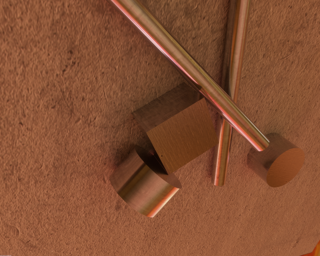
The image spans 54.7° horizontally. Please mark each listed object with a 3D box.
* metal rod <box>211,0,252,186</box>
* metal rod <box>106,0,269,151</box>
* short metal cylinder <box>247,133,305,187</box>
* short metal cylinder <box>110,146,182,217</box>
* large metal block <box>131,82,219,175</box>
[{"bbox_3d":[0.096,-0.039,0.435,0.025,0.025,0.298,-14,124,-21],"label":"metal rod"},{"bbox_3d":[0.052,-0.056,0.378,0.025,0.025,0.301,-48,123,5],"label":"metal rod"},{"bbox_3d":[0.199,0.055,0.534,0.081,0.050,0.079,-14,124,-21],"label":"short metal cylinder"},{"bbox_3d":[-0.018,0.069,0.404,0.050,0.080,0.080,-49,129,6],"label":"short metal cylinder"},{"bbox_3d":[0.021,0.001,0.403,0.080,0.050,0.080,-32,129,-8],"label":"large metal block"}]
